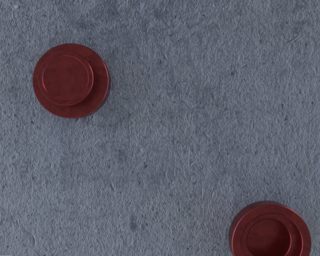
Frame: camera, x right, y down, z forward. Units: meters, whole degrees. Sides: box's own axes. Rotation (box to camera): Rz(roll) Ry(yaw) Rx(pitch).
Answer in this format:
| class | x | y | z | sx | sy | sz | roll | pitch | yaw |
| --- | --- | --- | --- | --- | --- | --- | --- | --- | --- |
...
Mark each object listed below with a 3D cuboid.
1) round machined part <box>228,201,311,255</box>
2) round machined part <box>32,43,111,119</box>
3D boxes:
| class | x | y | z | sx | sy | sz | roll | pitch | yaw |
| --- | --- | --- | --- | --- | --- | --- | --- | --- | --- |
| round machined part | 0.138 | 0.143 | 0.402 | 0.099 | 0.042 | 0.097 | 0 | 90 | 0 |
| round machined part | -0.116 | -0.061 | 0.400 | 0.099 | 0.042 | 0.097 | 0 | 90 | 0 |
